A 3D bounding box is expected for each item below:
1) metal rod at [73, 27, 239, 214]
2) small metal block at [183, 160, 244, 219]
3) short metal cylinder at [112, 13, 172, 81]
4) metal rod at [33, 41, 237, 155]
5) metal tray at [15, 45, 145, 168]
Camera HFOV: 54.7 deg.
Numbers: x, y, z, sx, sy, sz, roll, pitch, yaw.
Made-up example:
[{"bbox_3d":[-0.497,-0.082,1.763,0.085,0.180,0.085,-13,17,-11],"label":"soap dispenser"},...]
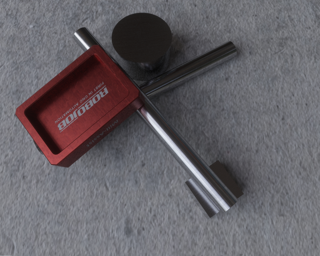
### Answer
[{"bbox_3d":[-0.015,-0.020,0.390,0.025,0.025,0.300,-37,75,-13],"label":"metal rod"},{"bbox_3d":[0.065,0.076,0.382,0.050,0.025,0.050,-32,73,-11],"label":"small metal block"},{"bbox_3d":[-0.024,-0.113,0.436,0.081,0.050,0.080,0,70,0],"label":"short metal cylinder"},{"bbox_3d":[-0.026,-0.046,0.426,0.302,0.025,0.025,-28,73,-10],"label":"metal rod"},{"bbox_3d":[-0.096,-0.026,0.374,0.130,0.030,0.090,-40,74,-2],"label":"metal tray"}]
